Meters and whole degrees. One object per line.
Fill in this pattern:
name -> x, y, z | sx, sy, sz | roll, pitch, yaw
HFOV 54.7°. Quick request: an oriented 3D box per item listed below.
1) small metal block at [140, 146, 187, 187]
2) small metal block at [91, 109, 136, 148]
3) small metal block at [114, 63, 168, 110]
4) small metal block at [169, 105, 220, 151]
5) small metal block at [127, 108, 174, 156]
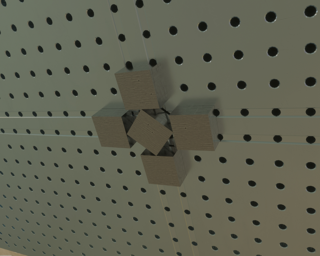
small metal block -> 0.006, 0.054, 0.440 | 0.050, 0.025, 0.050 | 0, 119, 27
small metal block -> -0.063, 0.000, 0.443 | 0.050, 0.025, 0.050 | 1, 119, 27
small metal block -> -0.023, -0.051, 0.390 | 0.050, 0.025, 0.050 | -1, 118, 28
small metal block -> 0.044, 0.000, 0.387 | 0.050, 0.025, 0.050 | 0, 119, 28
small metal block -> -0.009, 0.001, 0.415 | 0.050, 0.025, 0.050 | 36, 129, 3
